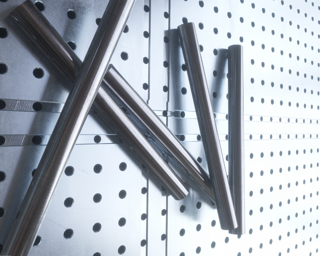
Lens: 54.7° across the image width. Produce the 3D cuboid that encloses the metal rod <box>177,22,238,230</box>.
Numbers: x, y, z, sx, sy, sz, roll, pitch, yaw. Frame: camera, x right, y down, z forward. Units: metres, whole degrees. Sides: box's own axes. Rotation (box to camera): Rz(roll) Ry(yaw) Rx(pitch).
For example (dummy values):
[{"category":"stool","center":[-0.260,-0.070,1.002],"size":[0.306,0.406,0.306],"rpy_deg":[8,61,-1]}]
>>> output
[{"category":"metal rod","center":[0.069,-0.001,0.448],"size":[0.025,0.025,0.298],"rpy_deg":[-14,93,-39]}]

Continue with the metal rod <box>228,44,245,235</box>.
[{"category":"metal rod","center":[0.121,0.013,0.494],"size":[0.025,0.025,0.298],"rpy_deg":[10,78,-40]}]

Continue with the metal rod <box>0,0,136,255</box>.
[{"category":"metal rod","center":[-0.086,-0.013,0.311],"size":[0.025,0.025,0.299],"rpy_deg":[26,81,-37]}]

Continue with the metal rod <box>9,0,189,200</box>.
[{"category":"metal rod","center":[-0.053,-0.012,0.366],"size":[0.300,0.025,0.025],"rpy_deg":[52,60,-28]}]

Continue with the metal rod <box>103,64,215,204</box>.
[{"category":"metal rod","center":[0.023,0.031,0.430],"size":[0.300,0.025,0.025],"rpy_deg":[48,61,-30]}]
